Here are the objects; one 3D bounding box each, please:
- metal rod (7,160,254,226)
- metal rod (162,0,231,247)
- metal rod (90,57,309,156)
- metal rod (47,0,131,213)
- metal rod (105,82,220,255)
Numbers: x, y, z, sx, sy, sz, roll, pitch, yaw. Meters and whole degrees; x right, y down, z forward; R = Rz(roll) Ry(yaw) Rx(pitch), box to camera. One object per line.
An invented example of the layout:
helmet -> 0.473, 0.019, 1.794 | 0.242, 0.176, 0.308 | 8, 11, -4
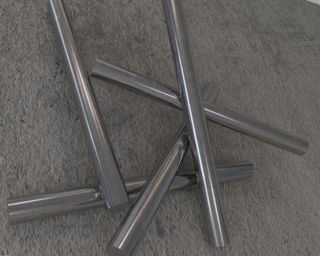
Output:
metal rod -> -0.008, 0.067, 0.358 | 0.303, 0.025, 0.025 | -4, 64, -30
metal rod -> 0.042, -0.012, 0.368 | 0.025, 0.025, 0.298 | -9, 87, -32
metal rod -> 0.060, -0.023, 0.401 | 0.302, 0.025, 0.025 | 20, 54, -12
metal rod -> -0.092, -0.047, 0.364 | 0.025, 0.025, 0.299 | -6, 59, -31
metal rod -> 0.023, 0.024, 0.376 | 0.025, 0.025, 0.301 | 38, 43, -3
